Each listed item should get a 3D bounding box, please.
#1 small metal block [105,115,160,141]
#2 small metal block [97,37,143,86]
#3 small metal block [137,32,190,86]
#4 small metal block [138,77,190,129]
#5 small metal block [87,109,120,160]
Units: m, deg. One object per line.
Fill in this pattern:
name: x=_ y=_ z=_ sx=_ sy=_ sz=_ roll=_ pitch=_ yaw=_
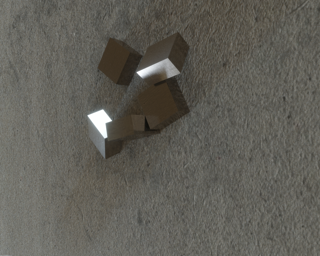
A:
small metal block: x=-0.037 y=0.000 z=0.419 sx=0.050 sy=0.050 sz=0.025 roll=-15 pitch=81 yaw=39
small metal block: x=-0.059 y=-0.097 z=0.454 sx=0.050 sy=0.025 sz=0.050 roll=42 pitch=115 yaw=32
small metal block: x=0.004 y=-0.085 z=0.385 sx=0.050 sy=0.025 sz=0.050 roll=-16 pitch=42 yaw=39
small metal block: x=0.004 y=-0.032 z=0.402 sx=0.050 sy=0.025 sz=0.050 roll=-33 pitch=70 yaw=35
small metal block: x=-0.083 y=0.010 z=0.460 sx=0.050 sy=0.025 sz=0.050 roll=48 pitch=148 yaw=29
